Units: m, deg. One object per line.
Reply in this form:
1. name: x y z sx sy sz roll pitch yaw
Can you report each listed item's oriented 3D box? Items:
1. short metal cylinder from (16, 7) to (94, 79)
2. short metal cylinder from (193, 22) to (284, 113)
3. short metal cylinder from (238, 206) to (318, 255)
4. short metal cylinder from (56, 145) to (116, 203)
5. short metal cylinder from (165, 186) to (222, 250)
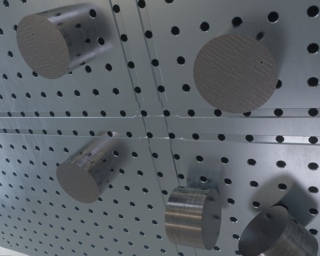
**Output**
1. short metal cylinder: -0.134 -0.109 0.398 0.080 0.050 0.079 13 124 21
2. short metal cylinder: 0.080 -0.062 0.315 0.080 0.050 0.079 13 124 21
3. short metal cylinder: 0.146 0.145 0.389 0.050 0.080 0.080 44 129 -2
4. short metal cylinder: -0.119 0.075 0.505 0.080 0.050 0.079 13 124 21
5. short metal cylinder: 0.048 0.122 0.426 0.050 0.080 0.080 -1 118 29
